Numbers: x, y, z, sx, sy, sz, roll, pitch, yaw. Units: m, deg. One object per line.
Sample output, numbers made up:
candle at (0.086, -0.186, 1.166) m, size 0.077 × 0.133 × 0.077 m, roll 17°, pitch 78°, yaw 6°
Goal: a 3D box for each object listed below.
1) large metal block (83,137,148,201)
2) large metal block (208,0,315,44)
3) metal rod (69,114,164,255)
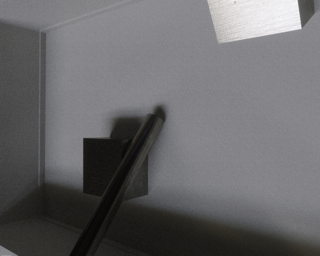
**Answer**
large metal block at (-0.064, 0.054, 0.441) m, size 0.080 × 0.050 × 0.079 m, roll 0°, pitch 90°, yaw 39°
large metal block at (0.092, -0.133, 0.292) m, size 0.080 × 0.050 × 0.080 m, roll 1°, pitch 121°, yaw 39°
metal rod at (-0.072, 0.113, 0.362) m, size 0.025 × 0.025 × 0.300 m, roll 11°, pitch 64°, yaw 39°
